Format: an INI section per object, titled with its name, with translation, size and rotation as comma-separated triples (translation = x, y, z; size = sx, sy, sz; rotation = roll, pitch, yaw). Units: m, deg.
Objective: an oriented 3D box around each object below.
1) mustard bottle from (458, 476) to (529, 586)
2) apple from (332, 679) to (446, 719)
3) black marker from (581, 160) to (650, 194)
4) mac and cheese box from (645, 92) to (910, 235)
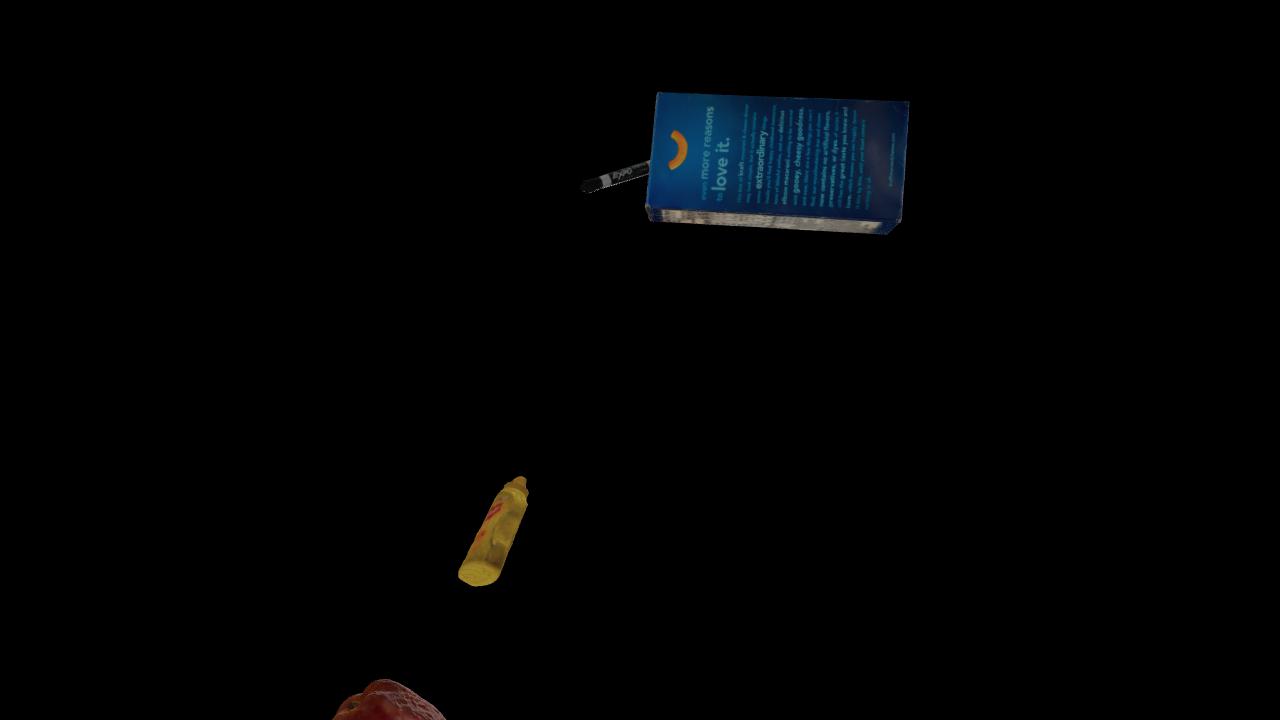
[mustard bottle]
translation = -0.219, 0.259, 0.972
size = 0.054, 0.184, 0.092
rotation = 34, -49, -14
[apple]
translation = -0.167, 0.267, 0.413
size = 0.079, 0.093, 0.079
rotation = -32, 9, 6
[black marker]
translation = -0.028, -0.254, 0.852
size = 0.121, 0.020, 0.020
rotation = -25, 11, -25
[mac and cheese box]
translation = 0.101, -0.148, 0.464
size = 0.184, 0.093, 0.041
rotation = 5, -4, 6
